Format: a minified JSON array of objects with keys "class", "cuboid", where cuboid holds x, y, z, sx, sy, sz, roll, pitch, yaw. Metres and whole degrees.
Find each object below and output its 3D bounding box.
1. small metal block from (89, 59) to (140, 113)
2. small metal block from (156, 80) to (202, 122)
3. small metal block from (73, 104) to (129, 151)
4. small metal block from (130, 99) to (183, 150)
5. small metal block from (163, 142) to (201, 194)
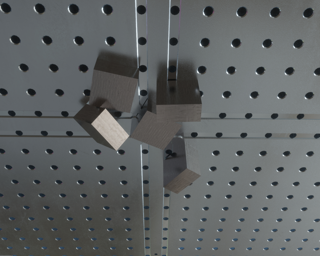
[{"class":"small metal block","cuboid":[-0.055,-0.049,0.369,0.050,0.025,0.050,11,129,-10]},{"class":"small metal block","cuboid":[0.021,-0.032,0.368,0.050,0.050,0.025,-1,130,1]},{"class":"small metal block","cuboid":[-0.075,-0.002,0.391,0.050,0.025,0.050,15,149,49]},{"class":"small metal block","cuboid":[-0.005,-0.004,0.408,0.050,0.025,0.050,22,127,-18]},{"class":"small metal block","cuboid":[0.030,0.057,0.444,0.025,0.050,0.050,31,124,-23]}]
